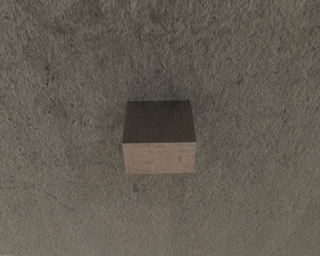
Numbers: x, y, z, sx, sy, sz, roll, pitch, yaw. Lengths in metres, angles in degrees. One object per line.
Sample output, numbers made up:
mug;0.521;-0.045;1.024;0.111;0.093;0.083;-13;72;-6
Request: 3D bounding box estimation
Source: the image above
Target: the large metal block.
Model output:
large metal block;-0.001;0.009;0.381;0.081;0.080;0.050;-1;130;0
